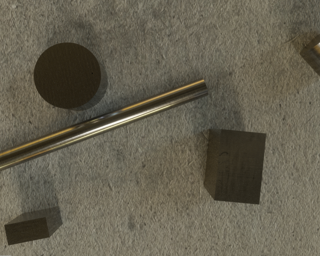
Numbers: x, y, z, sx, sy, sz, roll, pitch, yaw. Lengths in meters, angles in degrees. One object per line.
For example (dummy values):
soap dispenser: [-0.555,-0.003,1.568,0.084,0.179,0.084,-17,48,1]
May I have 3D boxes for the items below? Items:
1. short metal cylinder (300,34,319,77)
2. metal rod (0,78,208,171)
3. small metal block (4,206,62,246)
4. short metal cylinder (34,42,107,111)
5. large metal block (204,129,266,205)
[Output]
short metal cylinder: [0.225,-0.101,0.386,0.080,0.080,0.050,-42,91,0]
metal rod: [-0.082,-0.003,0.408,0.302,0.025,0.025,-20,90,-1]
small metal block: [-0.159,0.123,0.396,0.050,0.050,0.025,-11,90,0]
short metal cylinder: [-0.111,-0.063,0.396,0.081,0.050,0.079,0,90,-1]
large metal block: [0.089,0.043,0.384,0.050,0.080,0.079,6,90,0]
